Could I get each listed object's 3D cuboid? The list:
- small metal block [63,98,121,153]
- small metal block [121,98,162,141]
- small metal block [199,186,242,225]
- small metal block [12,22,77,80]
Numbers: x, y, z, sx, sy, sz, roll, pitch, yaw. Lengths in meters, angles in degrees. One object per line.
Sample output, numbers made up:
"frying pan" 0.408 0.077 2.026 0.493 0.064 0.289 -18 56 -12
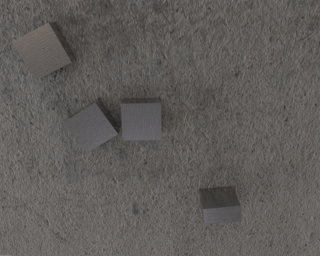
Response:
"small metal block" -0.088 -0.004 0.407 0.050 0.025 0.050 -30 108 10
"small metal block" -0.023 -0.012 0.405 0.050 0.025 0.050 -1 110 0
"small metal block" 0.083 0.108 0.437 0.050 0.050 0.025 -6 110 2
"small metal block" -0.138 -0.093 0.374 0.050 0.025 0.050 -24 109 8
